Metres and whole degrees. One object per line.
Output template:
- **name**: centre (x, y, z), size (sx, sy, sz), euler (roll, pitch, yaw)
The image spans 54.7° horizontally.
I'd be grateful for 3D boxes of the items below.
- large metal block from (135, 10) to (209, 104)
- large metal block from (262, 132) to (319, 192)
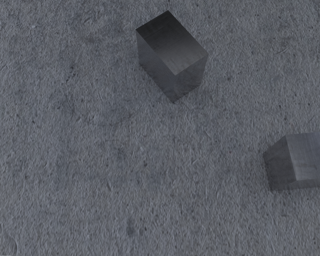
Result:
- **large metal block**: centre (0.014, -0.092, 0.412), size (0.050, 0.080, 0.080), euler (-35, 74, -12)
- **large metal block**: centre (0.178, 0.041, 0.365), size (0.081, 0.080, 0.050), euler (-5, 70, -2)
